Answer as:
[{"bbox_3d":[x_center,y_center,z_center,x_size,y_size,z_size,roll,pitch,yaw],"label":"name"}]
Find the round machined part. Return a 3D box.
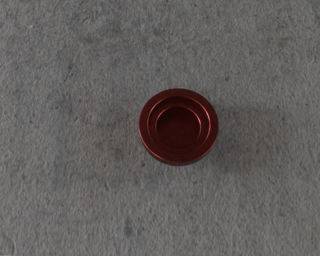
[{"bbox_3d":[0.023,0.002,0.399,0.099,0.042,0.098,0,70,-1],"label":"round machined part"}]
